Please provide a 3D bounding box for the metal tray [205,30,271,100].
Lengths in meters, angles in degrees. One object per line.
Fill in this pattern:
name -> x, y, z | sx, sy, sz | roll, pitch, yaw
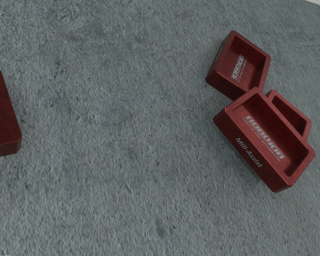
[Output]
metal tray -> 0.139, -0.104, 0.538 | 0.090, 0.030, 0.130 | 33, 51, -7

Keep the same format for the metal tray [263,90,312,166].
metal tray -> 0.188, 0.007, 0.496 | 0.090, 0.030, 0.131 | 40, 51, -1

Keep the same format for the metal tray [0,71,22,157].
metal tray -> -0.211, -0.007, 0.291 | 0.131, 0.030, 0.090 | -13, 69, -34

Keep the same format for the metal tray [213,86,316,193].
metal tray -> 0.146, 0.012, 0.432 | 0.091, 0.030, 0.130 | -33, 80, -38
